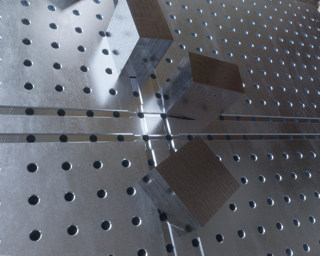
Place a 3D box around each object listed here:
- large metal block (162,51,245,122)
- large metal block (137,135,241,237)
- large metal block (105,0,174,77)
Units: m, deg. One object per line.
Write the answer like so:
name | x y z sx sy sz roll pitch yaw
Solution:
large metal block | 0.058 -0.054 0.439 0.081 0.080 0.050 9 58 -24
large metal block | 0.035 0.067 0.372 0.081 0.050 0.080 -33 81 -38
large metal block | -0.032 -0.129 0.435 0.050 0.080 0.080 -5 65 -31
